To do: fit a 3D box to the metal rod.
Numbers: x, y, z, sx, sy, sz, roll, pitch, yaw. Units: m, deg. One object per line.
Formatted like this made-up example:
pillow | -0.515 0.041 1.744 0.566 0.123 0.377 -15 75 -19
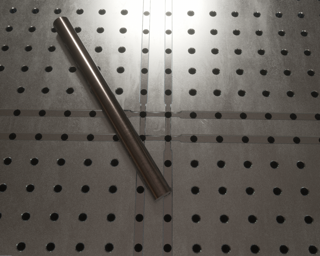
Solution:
metal rod | -0.072 -0.037 0.424 0.025 0.025 0.299 -29 73 -10
